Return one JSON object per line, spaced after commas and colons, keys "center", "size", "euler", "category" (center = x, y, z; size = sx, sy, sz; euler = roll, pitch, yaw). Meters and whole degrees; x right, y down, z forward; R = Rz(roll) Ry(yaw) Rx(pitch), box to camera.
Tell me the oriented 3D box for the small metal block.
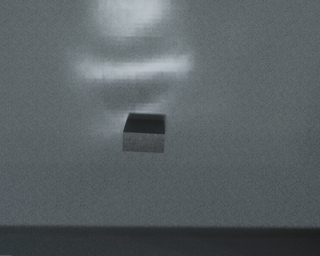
{"center": [-0.020, 0.009, 0.397], "size": [0.050, 0.050, 0.025], "euler": [3, 110, -2], "category": "small metal block"}
